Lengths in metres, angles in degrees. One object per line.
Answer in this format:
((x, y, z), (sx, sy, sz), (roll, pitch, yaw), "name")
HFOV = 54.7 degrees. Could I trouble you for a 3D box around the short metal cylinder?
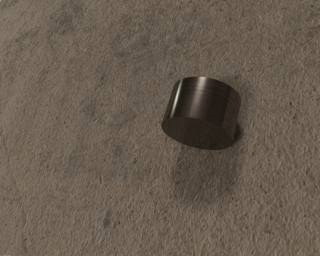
((0.047, -0.014, 0.352), (0.080, 0.080, 0.050), (4, 64, 29), "short metal cylinder")
